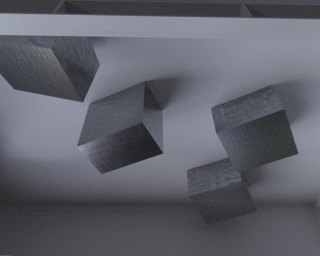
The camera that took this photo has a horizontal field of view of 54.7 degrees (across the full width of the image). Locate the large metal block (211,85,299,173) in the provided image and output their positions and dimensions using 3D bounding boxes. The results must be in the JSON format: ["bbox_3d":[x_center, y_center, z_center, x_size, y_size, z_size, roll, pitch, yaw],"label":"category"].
[{"bbox_3d":[0.121,0.003,0.398,0.080,0.050,0.080,-21,127,17],"label":"large metal block"}]

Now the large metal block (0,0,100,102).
[{"bbox_3d":[-0.114,-0.073,0.298,0.080,0.050,0.080,11,154,12],"label":"large metal block"}]

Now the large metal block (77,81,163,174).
[{"bbox_3d":[-0.044,-0.001,0.371,0.080,0.080,0.050,-20,128,16],"label":"large metal block"}]

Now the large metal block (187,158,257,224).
[{"bbox_3d":[0.095,0.097,0.477,0.080,0.050,0.080,-19,128,15],"label":"large metal block"}]
